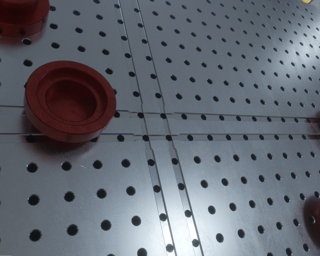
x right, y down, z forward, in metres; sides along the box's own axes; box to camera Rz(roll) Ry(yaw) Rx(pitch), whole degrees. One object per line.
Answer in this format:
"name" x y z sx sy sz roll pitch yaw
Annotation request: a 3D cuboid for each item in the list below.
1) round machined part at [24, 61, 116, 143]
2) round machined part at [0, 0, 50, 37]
"round machined part" -0.104 -0.026 0.358 0.099 0.042 0.098 14 56 -21
"round machined part" -0.193 -0.169 0.397 0.099 0.042 0.098 14 56 -21
